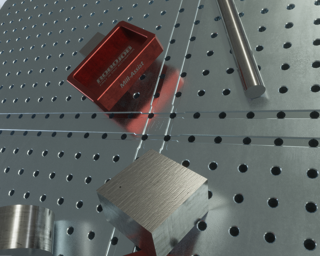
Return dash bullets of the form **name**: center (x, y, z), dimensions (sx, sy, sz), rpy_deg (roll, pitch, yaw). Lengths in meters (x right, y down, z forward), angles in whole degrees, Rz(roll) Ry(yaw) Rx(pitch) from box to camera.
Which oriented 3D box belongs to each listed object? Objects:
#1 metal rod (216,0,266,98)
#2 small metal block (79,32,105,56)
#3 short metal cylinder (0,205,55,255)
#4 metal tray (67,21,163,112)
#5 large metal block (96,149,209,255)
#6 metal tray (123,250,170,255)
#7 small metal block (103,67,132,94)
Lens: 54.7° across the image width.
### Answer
- **metal rod**: center (0.102, -0.168, 0.457), dimensions (0.025, 0.025, 0.299), rpy_deg (-18, 54, 18)
- **small metal block**: center (-0.107, -0.137, 0.549), dimensions (0.050, 0.025, 0.050), rpy_deg (-48, 51, -6)
- **short metal cylinder**: center (-0.174, 0.134, 0.382), dimensions (0.080, 0.080, 0.050), rpy_deg (-21, 54, 16)
- **metal tray**: center (-0.069, -0.096, 0.468), dimensions (0.130, 0.030, 0.090), rpy_deg (-49, 52, -7)
- **large metal block**: center (-0.006, 0.077, 0.328), dimensions (0.080, 0.050, 0.080), rpy_deg (26, 48, 37)
- **metal tray**: center (-0.047, 0.185, 0.316), dimensions (0.130, 0.030, 0.090), rpy_deg (-22, 53, 14)
- **small metal block**: center (-0.069, -0.080, 0.494), dimensions (0.050, 0.025, 0.050), rpy_deg (-2, 61, 27)
